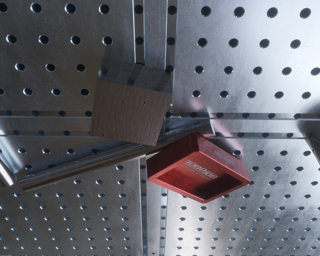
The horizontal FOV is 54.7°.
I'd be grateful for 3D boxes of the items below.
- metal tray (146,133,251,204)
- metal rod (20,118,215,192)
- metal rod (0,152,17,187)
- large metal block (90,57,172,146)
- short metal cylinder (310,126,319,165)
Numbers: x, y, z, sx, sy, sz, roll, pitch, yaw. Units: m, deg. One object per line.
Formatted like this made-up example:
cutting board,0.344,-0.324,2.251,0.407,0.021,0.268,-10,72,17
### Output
metal tray,0.056,0.063,0.443,0.090,0.030,0.131,-34,134,30
metal rod,-0.070,0.043,0.447,0.301,0.025,0.025,-18,128,14
metal rod,-0.255,-0.031,0.381,0.025,0.025,0.298,-7,130,5
large metal block,-0.036,-0.030,0.369,0.081,0.050,0.079,10,129,-9
short metal cylinder,0.256,0.030,0.424,0.081,0.050,0.079,0,130,0
